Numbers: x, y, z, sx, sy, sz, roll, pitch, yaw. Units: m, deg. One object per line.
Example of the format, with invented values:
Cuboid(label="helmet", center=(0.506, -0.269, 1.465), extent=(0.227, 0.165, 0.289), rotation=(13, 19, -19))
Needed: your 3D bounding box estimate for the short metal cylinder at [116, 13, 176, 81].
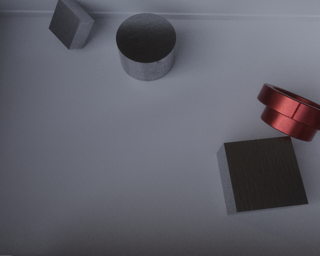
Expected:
Cuboid(label="short metal cylinder", center=(-0.019, -0.113, 0.438), extent=(0.081, 0.050, 0.080), rotation=(0, 70, 0))

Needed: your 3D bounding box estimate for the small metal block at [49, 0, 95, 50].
Cuboid(label="small metal block", center=(-0.129, -0.149, 0.447), extent=(0.050, 0.050, 0.025), rotation=(46, 35, 14))

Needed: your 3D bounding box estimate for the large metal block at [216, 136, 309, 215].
Cuboid(label="large metal block", center=(0.119, 0.059, 0.376), extent=(0.081, 0.050, 0.080), rotation=(-6, 70, -3))

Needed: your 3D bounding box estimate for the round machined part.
Cuboid(label="round machined part", center=(0.168, -0.017, 0.390), extent=(0.098, 0.098, 0.042), rotation=(25, 109, 8))
